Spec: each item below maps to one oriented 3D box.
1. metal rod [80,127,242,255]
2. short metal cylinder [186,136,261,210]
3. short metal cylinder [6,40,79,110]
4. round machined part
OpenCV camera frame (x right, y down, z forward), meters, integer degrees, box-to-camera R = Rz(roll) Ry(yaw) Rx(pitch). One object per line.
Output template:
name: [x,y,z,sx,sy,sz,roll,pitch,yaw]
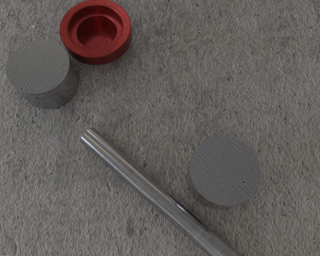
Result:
metal rod: [0.019,0.101,0.371,0.300,0.025,0.025,39,75,13]
short metal cylinder: [0.074,0.056,0.375,0.081,0.050,0.080,0,70,0]
short metal cylinder: [-0.156,-0.071,0.420,0.081,0.050,0.080,0,70,0]
round machined part: [-0.089,-0.133,0.447,0.099,0.042,0.098,0,70,0]
